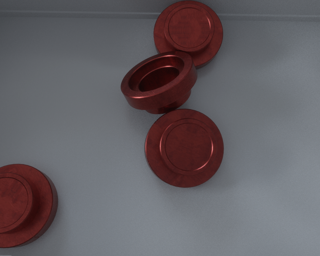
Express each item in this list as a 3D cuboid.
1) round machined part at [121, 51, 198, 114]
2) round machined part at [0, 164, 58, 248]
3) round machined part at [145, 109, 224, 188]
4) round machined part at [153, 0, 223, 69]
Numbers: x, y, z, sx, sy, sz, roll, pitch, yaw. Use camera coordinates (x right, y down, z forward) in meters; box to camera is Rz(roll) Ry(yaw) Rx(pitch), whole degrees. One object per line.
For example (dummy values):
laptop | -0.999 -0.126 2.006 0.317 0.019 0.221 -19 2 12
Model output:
round machined part | 0.002 -0.055 0.405 0.098 0.042 0.098 -16 39 14
round machined part | -0.176 0.090 0.366 0.099 0.042 0.098 0 70 -1
round machined part | 0.031 0.024 0.380 0.099 0.042 0.097 1 83 -7
round machined part | 0.040 -0.134 0.437 0.099 0.042 0.097 0 86 1
